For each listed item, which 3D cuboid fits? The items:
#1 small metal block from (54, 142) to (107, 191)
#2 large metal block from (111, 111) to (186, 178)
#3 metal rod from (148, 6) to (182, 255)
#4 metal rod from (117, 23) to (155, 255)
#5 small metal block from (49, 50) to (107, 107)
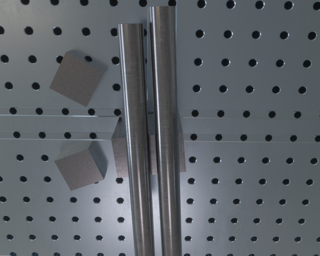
[{"bbox_3d":[-0.110,0.053,0.432,0.050,0.025,0.050,-20,109,7],"label":"small metal block"},{"bbox_3d":[-0.012,0.018,0.391,0.080,0.080,0.050,-5,110,2],"label":"large metal block"},{"bbox_3d":[0.008,0.027,0.338,0.025,0.025,0.298,-3,110,1],"label":"metal rod"},{"bbox_3d":[-0.023,0.041,0.343,0.025,0.025,0.298,-2,110,0],"label":"metal rod"},{"bbox_3d":[-0.102,-0.062,0.390,0.050,0.025,0.050,28,108,-10],"label":"small metal block"}]
